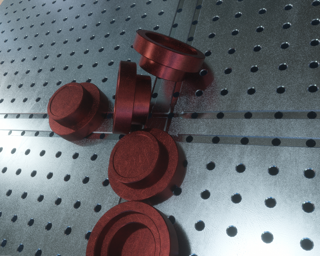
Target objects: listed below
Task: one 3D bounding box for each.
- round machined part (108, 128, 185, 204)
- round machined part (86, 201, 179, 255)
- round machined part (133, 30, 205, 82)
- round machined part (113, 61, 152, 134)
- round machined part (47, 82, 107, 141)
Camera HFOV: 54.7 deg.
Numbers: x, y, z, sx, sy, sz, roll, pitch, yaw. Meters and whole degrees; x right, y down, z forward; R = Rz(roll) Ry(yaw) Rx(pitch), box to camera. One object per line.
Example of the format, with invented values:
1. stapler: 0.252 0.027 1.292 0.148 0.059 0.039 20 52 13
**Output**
1. round machined part: -0.023 0.042 0.382 0.098 0.042 0.098 -13 56 20
2. round machined part: -0.026 0.131 0.329 0.098 0.042 0.098 -13 56 20
3. round machined part: 0.009 -0.097 0.428 0.098 0.099 0.042 43 122 39
4. round machined part: -0.038 -0.039 0.416 0.042 0.097 0.098 6 58 -10
5. round machined part: -0.136 -0.033 0.487 0.098 0.042 0.098 -13 56 20
